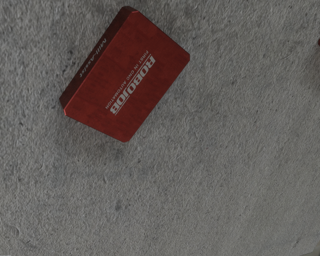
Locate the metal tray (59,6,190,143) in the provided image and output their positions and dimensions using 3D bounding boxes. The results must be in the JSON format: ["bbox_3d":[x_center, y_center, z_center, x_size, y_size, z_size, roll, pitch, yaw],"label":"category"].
[{"bbox_3d":[-0.038,-0.055,0.348,0.090,0.030,0.130,30,102,-38],"label":"metal tray"}]
